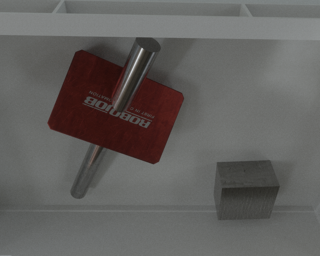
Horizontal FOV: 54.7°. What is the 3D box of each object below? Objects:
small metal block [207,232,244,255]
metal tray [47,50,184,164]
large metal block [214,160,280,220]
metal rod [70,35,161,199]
[{"bbox_3d":[0.130,0.237,0.616,0.050,0.025,0.050,-30,125,22],"label":"small metal block"},{"bbox_3d":[-0.048,-0.021,0.355,0.131,0.030,0.090,21,90,-18],"label":"metal tray"},{"bbox_3d":[0.129,0.097,0.477,0.081,0.050,0.079,-2,130,1],"label":"large metal block"},{"bbox_3d":[-0.071,0.011,0.392,0.025,0.025,0.298,18,135,-16],"label":"metal rod"}]
